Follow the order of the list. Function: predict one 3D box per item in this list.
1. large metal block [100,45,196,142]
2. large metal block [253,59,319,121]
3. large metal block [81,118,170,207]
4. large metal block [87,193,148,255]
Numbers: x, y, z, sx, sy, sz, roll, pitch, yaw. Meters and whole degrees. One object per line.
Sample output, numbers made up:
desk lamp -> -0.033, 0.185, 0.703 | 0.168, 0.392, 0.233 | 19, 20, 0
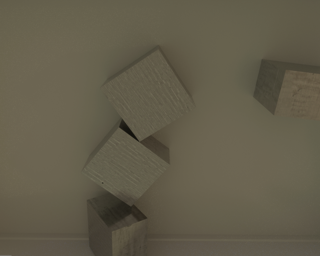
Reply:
large metal block -> -0.013, -0.044, 0.382 | 0.080, 0.050, 0.080 | -32, 107, 11
large metal block -> 0.166, -0.046, 0.366 | 0.081, 0.080, 0.050 | 7, 110, -3
large metal block -> -0.044, 0.043, 0.413 | 0.080, 0.050, 0.080 | 38, 106, -13
large metal block -> -0.060, 0.145, 0.427 | 0.050, 0.080, 0.079 | -11, 113, -32
